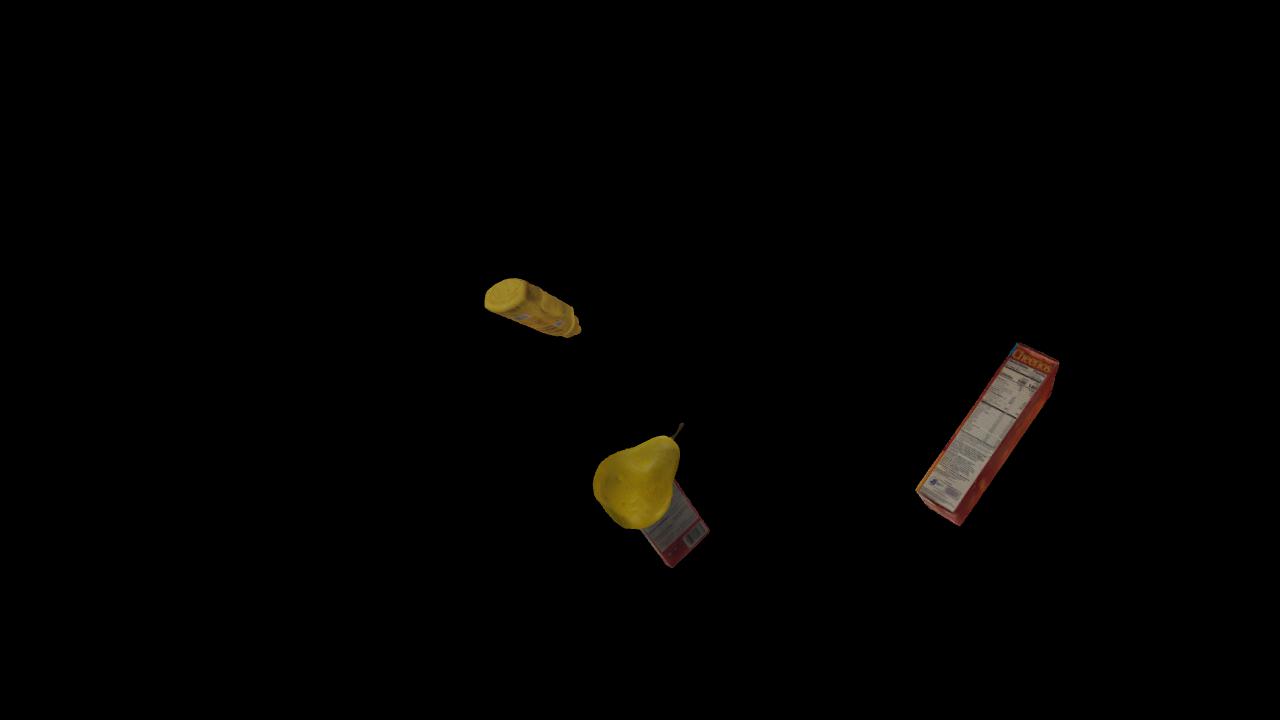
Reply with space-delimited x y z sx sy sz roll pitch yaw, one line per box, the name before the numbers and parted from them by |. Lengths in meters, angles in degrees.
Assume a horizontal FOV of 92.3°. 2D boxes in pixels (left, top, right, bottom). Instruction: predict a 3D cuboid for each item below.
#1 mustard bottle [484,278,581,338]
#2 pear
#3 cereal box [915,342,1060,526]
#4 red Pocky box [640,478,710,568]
mustard bottle | -0.158 -0.075 1.007 0.092 0.054 0.184 -15 -23 30
pear | 0.008 0.110 0.605 0.111 0.080 0.080 -42 16 -19
cereal box | 0.610 0.140 1.083 0.081 0.306 0.203 34 0 34
red Pocky box | 0.033 0.221 0.896 0.083 0.155 0.028 -39 22 -16
